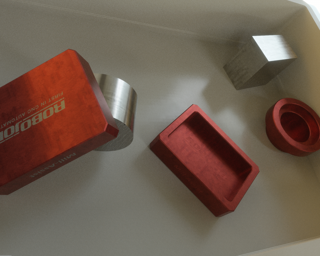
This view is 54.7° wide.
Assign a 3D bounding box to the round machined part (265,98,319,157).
[{"bbox_3d":[0.215,0.003,0.507,0.099,0.042,0.098,9,59,-16],"label":"round machined part"}]

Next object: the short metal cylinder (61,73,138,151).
[{"bbox_3d":[-0.067,-0.015,0.344,0.081,0.080,0.050,17,55,-19],"label":"short metal cylinder"}]

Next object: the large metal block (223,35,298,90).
[{"bbox_3d":[0.172,-0.113,0.535,0.081,0.080,0.050,-14,69,-34],"label":"large metal block"}]

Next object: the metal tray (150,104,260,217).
[{"bbox_3d":[0.061,0.040,0.412,0.130,0.030,0.091,46,51,3],"label":"metal tray"}]

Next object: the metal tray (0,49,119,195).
[{"bbox_3d":[-0.116,-0.005,0.293,0.130,0.030,0.090,-28,73,5],"label":"metal tray"}]
